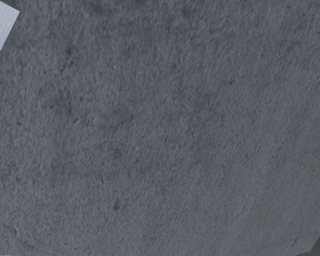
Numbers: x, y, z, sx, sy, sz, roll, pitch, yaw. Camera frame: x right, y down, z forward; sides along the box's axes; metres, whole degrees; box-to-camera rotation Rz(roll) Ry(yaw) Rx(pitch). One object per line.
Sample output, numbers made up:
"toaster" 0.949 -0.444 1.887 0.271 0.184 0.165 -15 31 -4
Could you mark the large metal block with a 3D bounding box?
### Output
"large metal block" -0.171 -0.083 0.246 0.080 0.050 0.080 24 105 -37
